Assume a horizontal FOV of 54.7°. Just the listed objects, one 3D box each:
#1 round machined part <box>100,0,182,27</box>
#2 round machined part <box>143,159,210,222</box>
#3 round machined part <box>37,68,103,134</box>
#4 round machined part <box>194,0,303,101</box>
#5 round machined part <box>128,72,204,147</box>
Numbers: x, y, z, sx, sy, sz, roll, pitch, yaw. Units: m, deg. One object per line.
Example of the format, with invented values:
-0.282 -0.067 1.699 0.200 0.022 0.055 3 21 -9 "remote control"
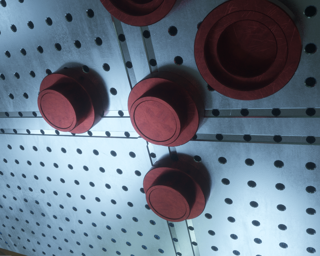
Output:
-0.017 -0.156 0.311 0.098 0.042 0.097 13 124 20 "round machined part"
0.019 0.097 0.449 0.098 0.042 0.097 13 124 20 "round machined part"
-0.136 -0.033 0.449 0.098 0.042 0.097 13 124 20 "round machined part"
0.087 -0.080 0.305 0.098 0.042 0.097 13 124 20 "round machined part"
0.002 -0.017 0.387 0.098 0.042 0.097 13 124 20 "round machined part"
